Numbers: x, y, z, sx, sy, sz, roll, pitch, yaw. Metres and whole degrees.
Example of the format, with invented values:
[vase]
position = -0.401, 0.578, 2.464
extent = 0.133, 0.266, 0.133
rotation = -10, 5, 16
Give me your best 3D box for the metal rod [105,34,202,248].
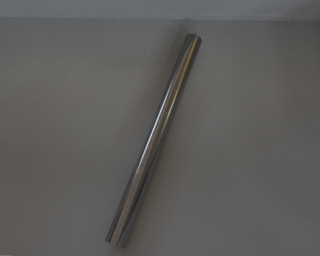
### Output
[metal rod]
position = -0.001, 0.002, 0.406
extent = 0.025, 0.025, 0.300
rotation = 19, 71, 7
